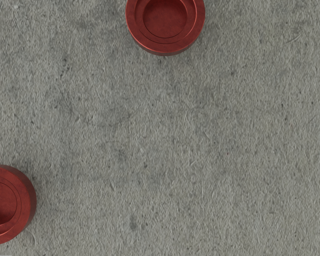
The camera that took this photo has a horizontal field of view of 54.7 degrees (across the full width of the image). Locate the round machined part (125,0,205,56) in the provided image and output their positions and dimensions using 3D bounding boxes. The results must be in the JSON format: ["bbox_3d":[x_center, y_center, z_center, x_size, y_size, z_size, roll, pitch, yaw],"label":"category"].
[{"bbox_3d":[0.007,-0.141,0.401,0.099,0.042,0.097,0,90,0],"label":"round machined part"}]

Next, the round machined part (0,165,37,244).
[{"bbox_3d":[-0.208,0.095,0.400,0.099,0.042,0.097,0,90,0],"label":"round machined part"}]
